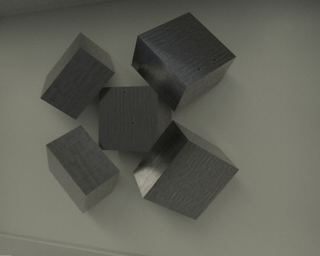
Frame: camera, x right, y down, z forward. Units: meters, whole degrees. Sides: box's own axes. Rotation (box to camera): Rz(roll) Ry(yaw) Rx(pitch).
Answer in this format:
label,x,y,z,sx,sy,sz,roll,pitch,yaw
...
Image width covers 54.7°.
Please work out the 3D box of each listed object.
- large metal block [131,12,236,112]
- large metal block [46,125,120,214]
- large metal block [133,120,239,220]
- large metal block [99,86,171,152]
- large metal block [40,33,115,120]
label,x,y,z,sx,sy,sz,roll,pitch,yaw
large metal block,0.026,-0.079,0.364,0.080,0.050,0.080,-34,74,-28
large metal block,-0.103,0.056,0.410,0.080,0.050,0.080,48,149,13
large metal block,0.029,0.050,0.362,0.080,0.050,0.080,30,103,-29
large metal block,-0.032,-0.012,0.406,0.080,0.050,0.080,1,90,20
large metal block,-0.108,-0.071,0.409,0.050,0.080,0.080,35,105,-28
